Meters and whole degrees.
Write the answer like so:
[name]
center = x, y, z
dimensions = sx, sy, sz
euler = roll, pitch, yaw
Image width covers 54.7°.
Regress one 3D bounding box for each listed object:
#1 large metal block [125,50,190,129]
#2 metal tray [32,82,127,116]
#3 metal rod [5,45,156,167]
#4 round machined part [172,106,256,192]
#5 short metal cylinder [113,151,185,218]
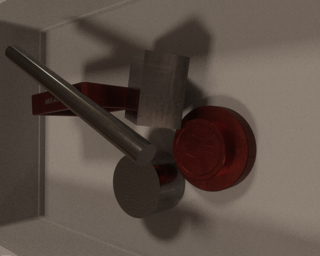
[large metal block]
center = -0.007, -0.045, 0.371
dimensions = 0.080, 0.050, 0.079
euler = -153, 70, -73
[metal tray]
center = -0.114, -0.038, 0.456
dimensions = 0.130, 0.091, 0.030
euler = -5, 87, 39
[metal rod]
center = -0.116, -0.043, 0.381
dimensions = 0.300, 0.025, 0.025
euler = 34, 111, 34
[round machined part]
center = 0.054, 0.023, 0.350
dimensions = 0.098, 0.042, 0.097
euler = 0, 90, 39
[short metal cylinder]
center = -0.015, 0.071, 0.401
dimensions = 0.080, 0.050, 0.079
euler = 0, 90, 39
